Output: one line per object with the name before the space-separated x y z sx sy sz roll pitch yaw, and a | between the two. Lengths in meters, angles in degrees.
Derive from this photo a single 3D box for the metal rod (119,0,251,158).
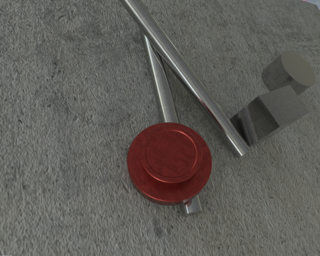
metal rod | 0.031 -0.084 0.448 0.025 0.025 0.299 -37 91 -39

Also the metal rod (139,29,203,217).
metal rod | 0.009 -0.031 0.428 0.025 0.025 0.299 2 61 -28

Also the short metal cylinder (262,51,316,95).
short metal cylinder | 0.240 -0.097 0.580 0.081 0.050 0.080 14 56 -21

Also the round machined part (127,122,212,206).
round machined part | 0.012 0.036 0.357 0.099 0.042 0.098 1 63 -3

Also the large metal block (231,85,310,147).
large metal block | 0.159 -0.015 0.466 0.081 0.080 0.050 -19 72 -36
